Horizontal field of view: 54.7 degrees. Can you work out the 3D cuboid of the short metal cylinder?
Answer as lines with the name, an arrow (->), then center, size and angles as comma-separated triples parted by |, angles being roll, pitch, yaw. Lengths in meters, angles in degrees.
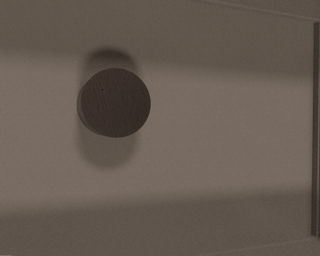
short metal cylinder -> -0.057, -0.029, 0.377 | 0.081, 0.050, 0.079 | 0, 90, -21
